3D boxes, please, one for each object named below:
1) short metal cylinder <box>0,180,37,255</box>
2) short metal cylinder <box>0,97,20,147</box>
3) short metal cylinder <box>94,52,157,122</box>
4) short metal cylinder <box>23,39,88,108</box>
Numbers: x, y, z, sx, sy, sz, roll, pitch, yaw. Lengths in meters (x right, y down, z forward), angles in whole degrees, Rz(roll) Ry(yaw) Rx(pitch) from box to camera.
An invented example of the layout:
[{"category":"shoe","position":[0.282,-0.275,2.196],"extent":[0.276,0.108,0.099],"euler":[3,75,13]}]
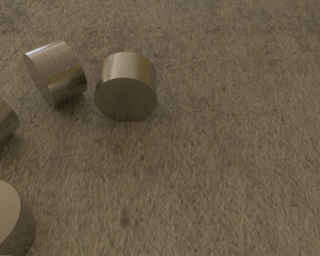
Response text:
[{"category":"short metal cylinder","position":[-0.170,0.097,0.303],"extent":[0.081,0.050,0.080],"euler":[0,50,0]},{"category":"short metal cylinder","position":[-0.220,-0.009,0.372],"extent":[0.080,0.080,0.050],"euler":[18,52,14]},{"category":"short metal cylinder","position":[-0.044,-0.053,0.412],"extent":[0.081,0.080,0.050],"euler":[0,50,-1]},{"category":"short metal cylinder","position":[-0.144,-0.075,0.429],"extent":[0.050,0.080,0.080],"euler":[-33,58,-24]}]
